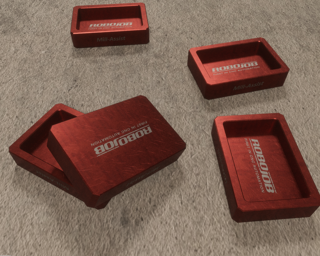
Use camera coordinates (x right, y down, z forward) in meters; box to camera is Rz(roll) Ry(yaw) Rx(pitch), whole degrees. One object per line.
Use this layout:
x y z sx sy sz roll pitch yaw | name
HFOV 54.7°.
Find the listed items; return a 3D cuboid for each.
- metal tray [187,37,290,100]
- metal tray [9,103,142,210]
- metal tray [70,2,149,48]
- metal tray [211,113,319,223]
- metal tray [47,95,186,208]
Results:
0.118 -0.095 0.481 0.131 0.030 0.090 -11 51 -10 | metal tray
-0.099 0.029 0.374 0.130 0.030 0.090 23 54 18 | metal tray
-0.088 -0.185 0.554 0.131 0.030 0.090 -5 50 -5 | metal tray
0.118 0.041 0.366 0.091 0.030 0.130 -3 50 -3 | metal tray
-0.045 0.019 0.349 0.131 0.030 0.090 -25 67 -39 | metal tray
